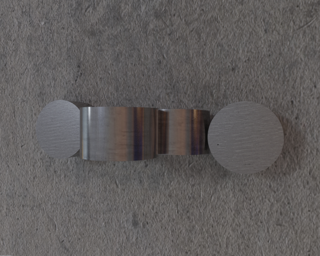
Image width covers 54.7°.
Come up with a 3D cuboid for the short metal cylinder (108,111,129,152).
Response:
[{"bbox_3d":[-0.056,0.003,0.401,0.080,0.080,0.050,0,90,20],"label":"short metal cylinder"}]

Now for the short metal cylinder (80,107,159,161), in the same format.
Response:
[{"bbox_3d":[-0.042,0.004,0.322,0.080,0.080,0.050,1,92,20],"label":"short metal cylinder"}]

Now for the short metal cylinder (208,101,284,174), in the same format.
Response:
[{"bbox_3d":[0.100,0.010,0.361,0.080,0.050,0.080,0,91,19],"label":"short metal cylinder"}]

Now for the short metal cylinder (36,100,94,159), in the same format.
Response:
[{"bbox_3d":[-0.126,0.002,0.441,0.080,0.050,0.080,0,90,19],"label":"short metal cylinder"}]

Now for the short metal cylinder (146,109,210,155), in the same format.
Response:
[{"bbox_3d":[0.020,0.005,0.374,0.080,0.080,0.050,0,90,20],"label":"short metal cylinder"}]
